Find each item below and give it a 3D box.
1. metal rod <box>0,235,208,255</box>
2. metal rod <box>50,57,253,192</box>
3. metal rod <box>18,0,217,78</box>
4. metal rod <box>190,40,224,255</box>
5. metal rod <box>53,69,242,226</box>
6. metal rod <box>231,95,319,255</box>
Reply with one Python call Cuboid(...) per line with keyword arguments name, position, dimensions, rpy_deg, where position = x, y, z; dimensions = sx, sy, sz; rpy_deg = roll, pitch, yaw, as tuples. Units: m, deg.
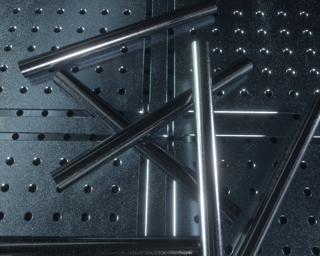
Cuboid(name="metal rod", position=(-0.097, 0.138, 0.360), dimensions=(0.302, 0.025, 0.025), rpy_deg=(0, 70, 0))
Cuboid(name="metal rod", position=(0.004, -0.015, 0.395), dimensions=(0.302, 0.025, 0.025), rpy_deg=(-32, 73, -20))
Cuboid(name="metal rod", position=(-0.057, -0.136, 0.461), dimensions=(0.302, 0.025, 0.025), rpy_deg=(-21, 72, -8))
Cuboid(name="metal rod", position=(0.055, 0.036, 0.365), dimensions=(0.025, 0.025, 0.299), rpy_deg=(-1, 74, 0))
Cuboid(name="metal rod", position=(-0.025, 0.018, 0.405), dimensions=(0.300, 0.025, 0.025), rpy_deg=(38, 74, 12))
Cuboid(name="metal rod", position=(0.141, 0.082, 0.382), dimensions=(0.025, 0.025, 0.300), rpy_deg=(30, 73, 10))
